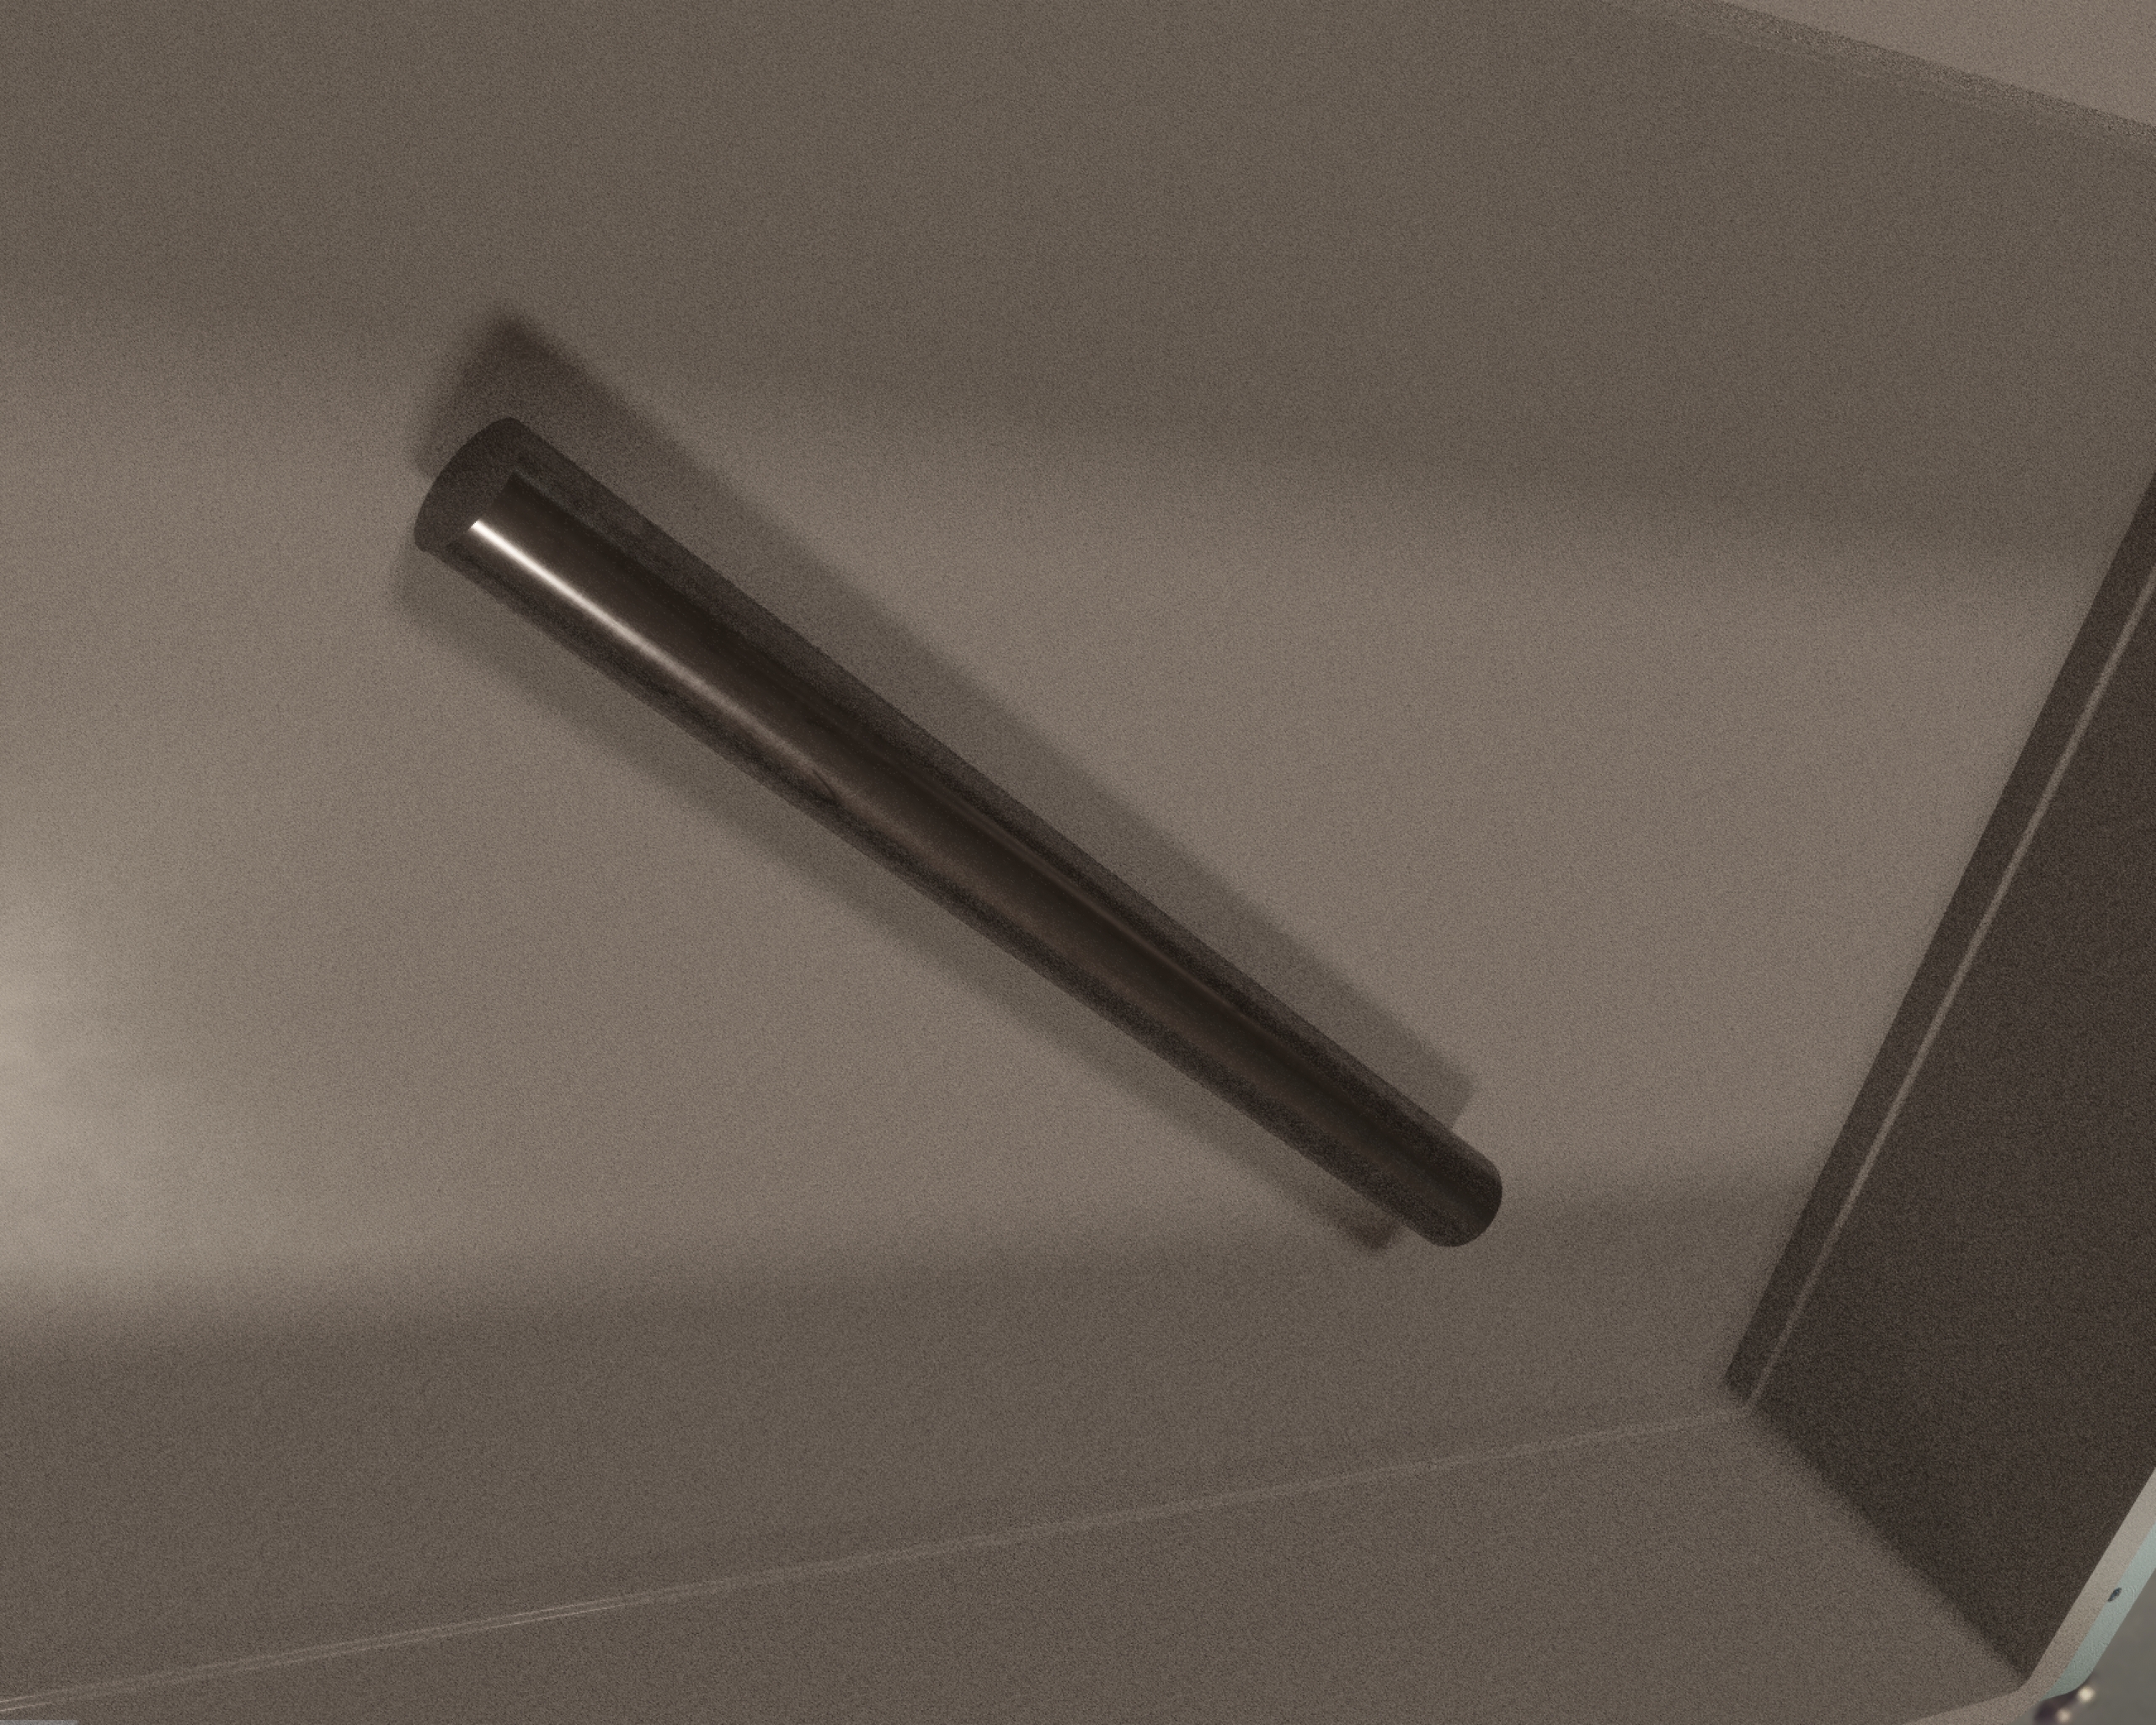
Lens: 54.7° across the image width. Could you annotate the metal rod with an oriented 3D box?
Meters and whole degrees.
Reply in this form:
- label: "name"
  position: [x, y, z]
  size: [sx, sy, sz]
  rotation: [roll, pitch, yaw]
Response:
- label: "metal rod"
  position: [0.000, 0.012, 0.415]
  size: [0.025, 0.025, 0.301]
  rotation: [-48, 129, 6]
